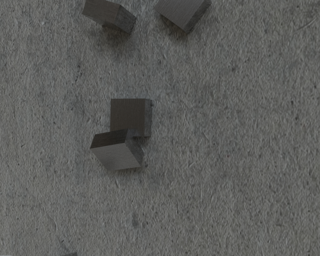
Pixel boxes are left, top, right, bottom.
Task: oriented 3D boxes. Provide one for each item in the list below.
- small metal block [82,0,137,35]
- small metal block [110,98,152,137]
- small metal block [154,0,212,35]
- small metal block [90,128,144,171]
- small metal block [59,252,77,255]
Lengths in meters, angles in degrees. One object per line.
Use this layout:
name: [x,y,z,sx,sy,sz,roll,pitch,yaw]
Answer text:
small metal block: [-0.067,-0.152,0.419,0.050,0.050,0.025,22,98,18]
small metal block: [-0.039,-0.014,0.423,0.050,0.025,0.050,2,91,20]
small metal block: [0.029,-0.158,0.399,0.050,0.025,0.050,41,103,15]
small metal block: [-0.056,0.030,0.414,0.050,0.050,0.025,-10,44,19]
small metal block: [-0.145,0.218,0.460,0.050,0.025,0.050,-20,84,19]
